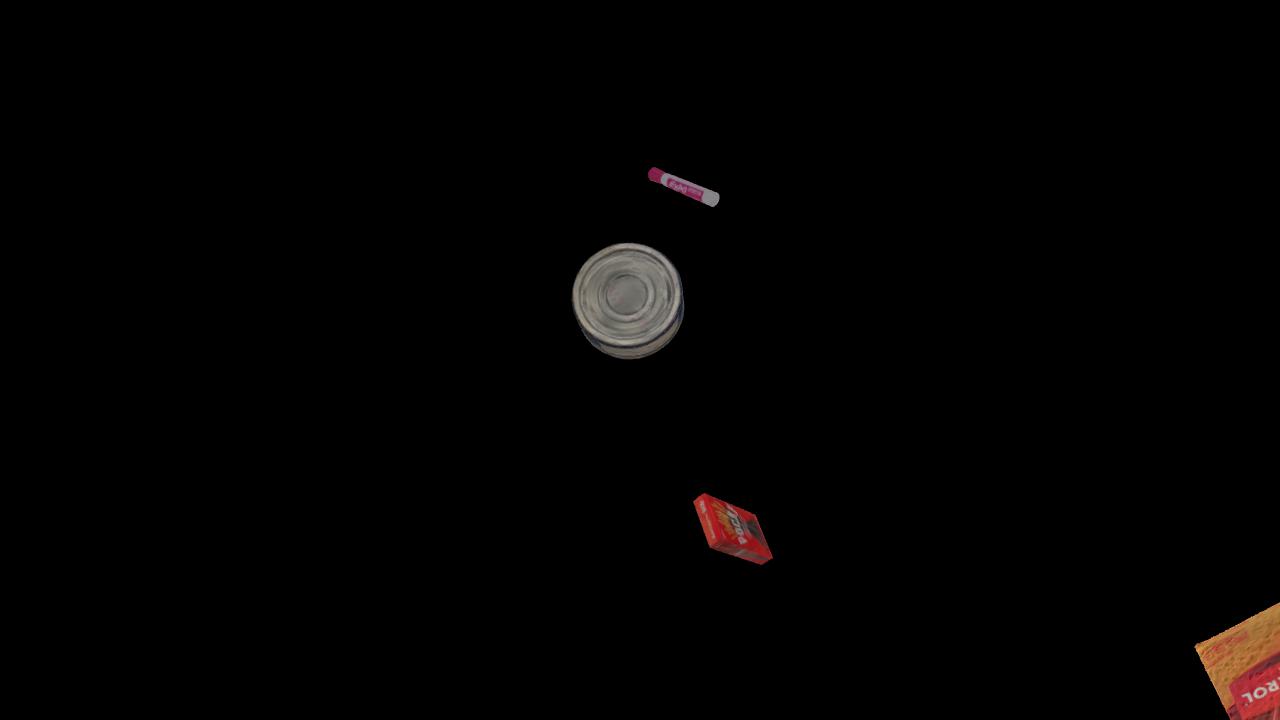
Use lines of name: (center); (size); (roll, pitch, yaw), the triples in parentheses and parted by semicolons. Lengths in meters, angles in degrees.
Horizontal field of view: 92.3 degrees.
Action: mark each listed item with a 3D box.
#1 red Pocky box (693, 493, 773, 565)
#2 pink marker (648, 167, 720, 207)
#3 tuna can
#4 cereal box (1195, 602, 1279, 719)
red Pocky box: (0.148, 0.266, 0.963); (0.028, 0.083, 0.155); (-38, -44, 22)
pink marker: (0.055, -0.233, 0.821); (0.121, 0.020, 0.020); (35, 21, 35)
tuna can: (-0.009, -0.045, 0.464); (0.084, 0.084, 0.034); (0, -14, 5)
cereal box: (0.520, 0.254, 0.388); (0.081, 0.203, 0.306); (42, 30, 12)
